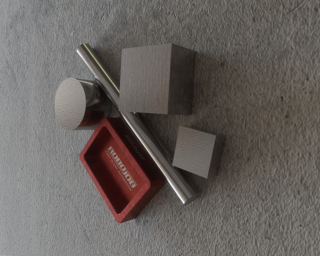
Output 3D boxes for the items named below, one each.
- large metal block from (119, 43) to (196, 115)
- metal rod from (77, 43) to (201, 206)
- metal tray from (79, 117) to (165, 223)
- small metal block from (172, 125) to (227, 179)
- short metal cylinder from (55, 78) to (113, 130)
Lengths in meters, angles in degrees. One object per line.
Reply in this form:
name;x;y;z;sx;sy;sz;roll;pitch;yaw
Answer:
large metal block;-0.004;-0.058;0.392;0.080;0.050;0.079;6;94;39
metal rod;-0.043;-0.021;0.439;0.025;0.025;0.300;-52;60;27
metal tray;-0.060;0.058;0.450;0.130;0.030;0.090;52;120;27
small metal block;0.046;0.027;0.367;0.050;0.025;0.050;17;101;38
short metal cylinder;-0.121;-0.036;0.487;0.080;0.050;0.079;0;90;39
